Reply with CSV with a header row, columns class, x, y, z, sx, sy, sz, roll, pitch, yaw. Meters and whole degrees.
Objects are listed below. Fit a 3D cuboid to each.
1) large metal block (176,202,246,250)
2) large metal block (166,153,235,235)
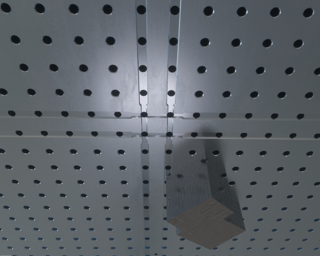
class,x,y,z,sx,sy,sz,roll,pitch,yaw
large metal block,0.083,0.156,0.528,0.080,0.050,0.080,32,123,-24
large metal block,0.056,0.098,0.459,0.080,0.080,0.050,-37,121,27
